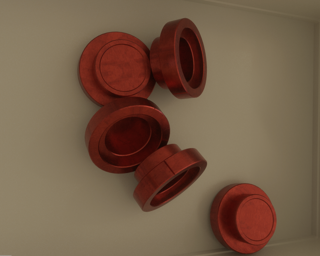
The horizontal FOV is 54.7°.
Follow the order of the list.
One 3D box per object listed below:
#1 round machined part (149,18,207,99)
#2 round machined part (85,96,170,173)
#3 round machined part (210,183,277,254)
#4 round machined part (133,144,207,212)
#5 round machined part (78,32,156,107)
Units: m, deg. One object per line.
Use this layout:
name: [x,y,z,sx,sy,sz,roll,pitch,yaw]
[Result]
round machined part: [0.022,-0.085,0.393,0.098,0.042,0.097,11,78,-60]
round machined part: [-0.041,0.004,0.371,0.099,0.042,0.097,-15,130,-18]
round machined part: [0.125,0.128,0.441,0.099,0.042,0.098,4,78,-21]
round machined part: [0.007,0.057,0.386,0.099,0.098,0.042,-31,65,-18]
round machined part: [-0.050,-0.071,0.384,0.099,0.042,0.097,0,90,-21]
